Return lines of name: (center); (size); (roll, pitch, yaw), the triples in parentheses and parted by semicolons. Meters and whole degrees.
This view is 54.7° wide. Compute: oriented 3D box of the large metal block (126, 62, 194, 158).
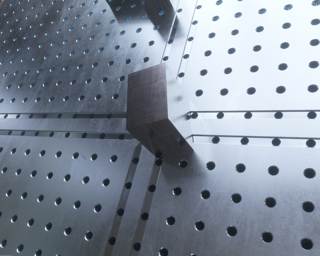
large metal block: (0.001, -0.019, 0.383); (0.050, 0.080, 0.080); (-15, 56, 20)

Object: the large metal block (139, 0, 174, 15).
large metal block: (-0.013, -0.262, 0.539); (0.050, 0.080, 0.080); (-9, 58, 23)

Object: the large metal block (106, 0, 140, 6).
large metal block: (-0.064, -0.286, 0.599); (0.080, 0.050, 0.080); (11, 67, 32)
